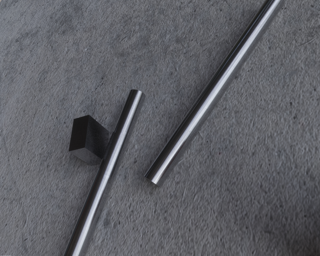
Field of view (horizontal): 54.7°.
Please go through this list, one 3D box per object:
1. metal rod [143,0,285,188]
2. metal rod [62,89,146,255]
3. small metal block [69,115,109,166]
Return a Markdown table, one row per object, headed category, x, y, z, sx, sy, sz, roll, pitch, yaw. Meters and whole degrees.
| category | x | y | z | sx | sy | sz | roll | pitch | yaw |
| --- | --- | --- | --- | --- | --- | --- | --- | --- | --- |
| metal rod | 0.075 | -0.056 | 0.397 | 0.025 | 0.025 | 0.300 | 27 | 76 | 37 |
| metal rod | -0.077 | 0.082 | 0.392 | 0.025 | 0.025 | 0.300 | 5 | 64 | 30 |
| small metal block | -0.096 | 0.018 | 0.425 | 0.025 | 0.050 | 0.050 | -14 | 56 | 20 |
